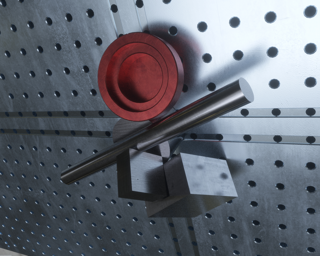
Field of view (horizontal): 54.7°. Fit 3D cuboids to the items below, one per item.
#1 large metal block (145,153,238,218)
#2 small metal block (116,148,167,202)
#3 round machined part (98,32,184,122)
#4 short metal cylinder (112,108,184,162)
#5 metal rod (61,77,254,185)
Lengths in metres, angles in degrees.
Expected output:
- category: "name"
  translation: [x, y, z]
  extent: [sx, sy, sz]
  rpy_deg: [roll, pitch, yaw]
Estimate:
- category: "large metal block"
  translation: [0.036, 0.076, 0.393]
  extent: [0.081, 0.050, 0.080]
  rpy_deg: [13, 142, -37]
- category: "small metal block"
  translation: [-0.022, 0.056, 0.361]
  extent: [0.050, 0.050, 0.025]
  rpy_deg: [19, 142, -39]
- category: "round machined part"
  translation: [-0.019, -0.058, 0.358]
  extent: [0.098, 0.042, 0.097]
  rpy_deg: [3, 97, 22]
- category: "short metal cylinder"
  translation: [-0.014, 0.009, 0.406]
  extent: [0.080, 0.050, 0.079]
  rpy_deg: [13, 124, 20]
- category: "metal rod"
  translation: [-0.029, 0.019, 0.371]
  extent: [0.299, 0.025, 0.025]
  rpy_deg: [-27, 104, 37]
